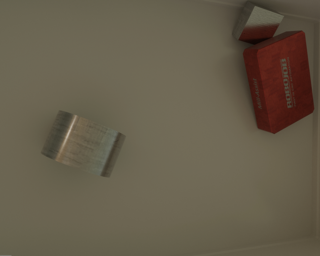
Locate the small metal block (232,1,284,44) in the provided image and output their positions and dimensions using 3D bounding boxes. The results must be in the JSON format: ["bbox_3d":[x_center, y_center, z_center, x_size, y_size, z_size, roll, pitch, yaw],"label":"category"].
[{"bbox_3d":[0.142,-0.150,0.451,0.050,0.025,0.050,9,124,-20],"label":"small metal block"}]

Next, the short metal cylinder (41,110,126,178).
[{"bbox_3d":[-0.085,0.018,0.350,0.080,0.080,0.050,23,82,-19],"label":"short metal cylinder"}]

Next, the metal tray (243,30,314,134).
[{"bbox_3d":[0.179,-0.067,0.460,0.091,0.030,0.129,-26,113,-18],"label":"metal tray"}]
